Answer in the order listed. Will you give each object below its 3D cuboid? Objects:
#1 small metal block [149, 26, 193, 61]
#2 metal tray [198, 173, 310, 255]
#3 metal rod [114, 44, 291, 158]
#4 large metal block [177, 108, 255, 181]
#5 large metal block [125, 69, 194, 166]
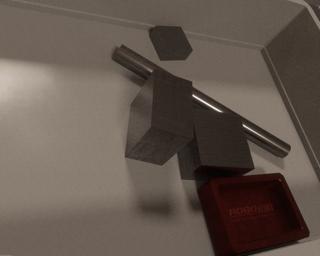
[{"bbox_3d":[0.018,-0.137,0.501,0.050,0.025,0.050,-10,67,-33],"label":"small metal block"},{"bbox_3d":[0.121,0.108,0.399,0.131,0.030,0.090,1,58,-28],"label":"metal tray"},{"bbox_3d":[0.070,-0.036,0.466,0.301,0.025,0.025,29,52,-10],"label":"metal rod"},{"bbox_3d":[0.069,0.024,0.414,0.081,0.050,0.080,7,59,-25],"label":"large metal block"},{"bbox_3d":[-0.002,-0.010,0.377,0.050,0.080,0.080,16,55,-20],"label":"large metal block"}]
